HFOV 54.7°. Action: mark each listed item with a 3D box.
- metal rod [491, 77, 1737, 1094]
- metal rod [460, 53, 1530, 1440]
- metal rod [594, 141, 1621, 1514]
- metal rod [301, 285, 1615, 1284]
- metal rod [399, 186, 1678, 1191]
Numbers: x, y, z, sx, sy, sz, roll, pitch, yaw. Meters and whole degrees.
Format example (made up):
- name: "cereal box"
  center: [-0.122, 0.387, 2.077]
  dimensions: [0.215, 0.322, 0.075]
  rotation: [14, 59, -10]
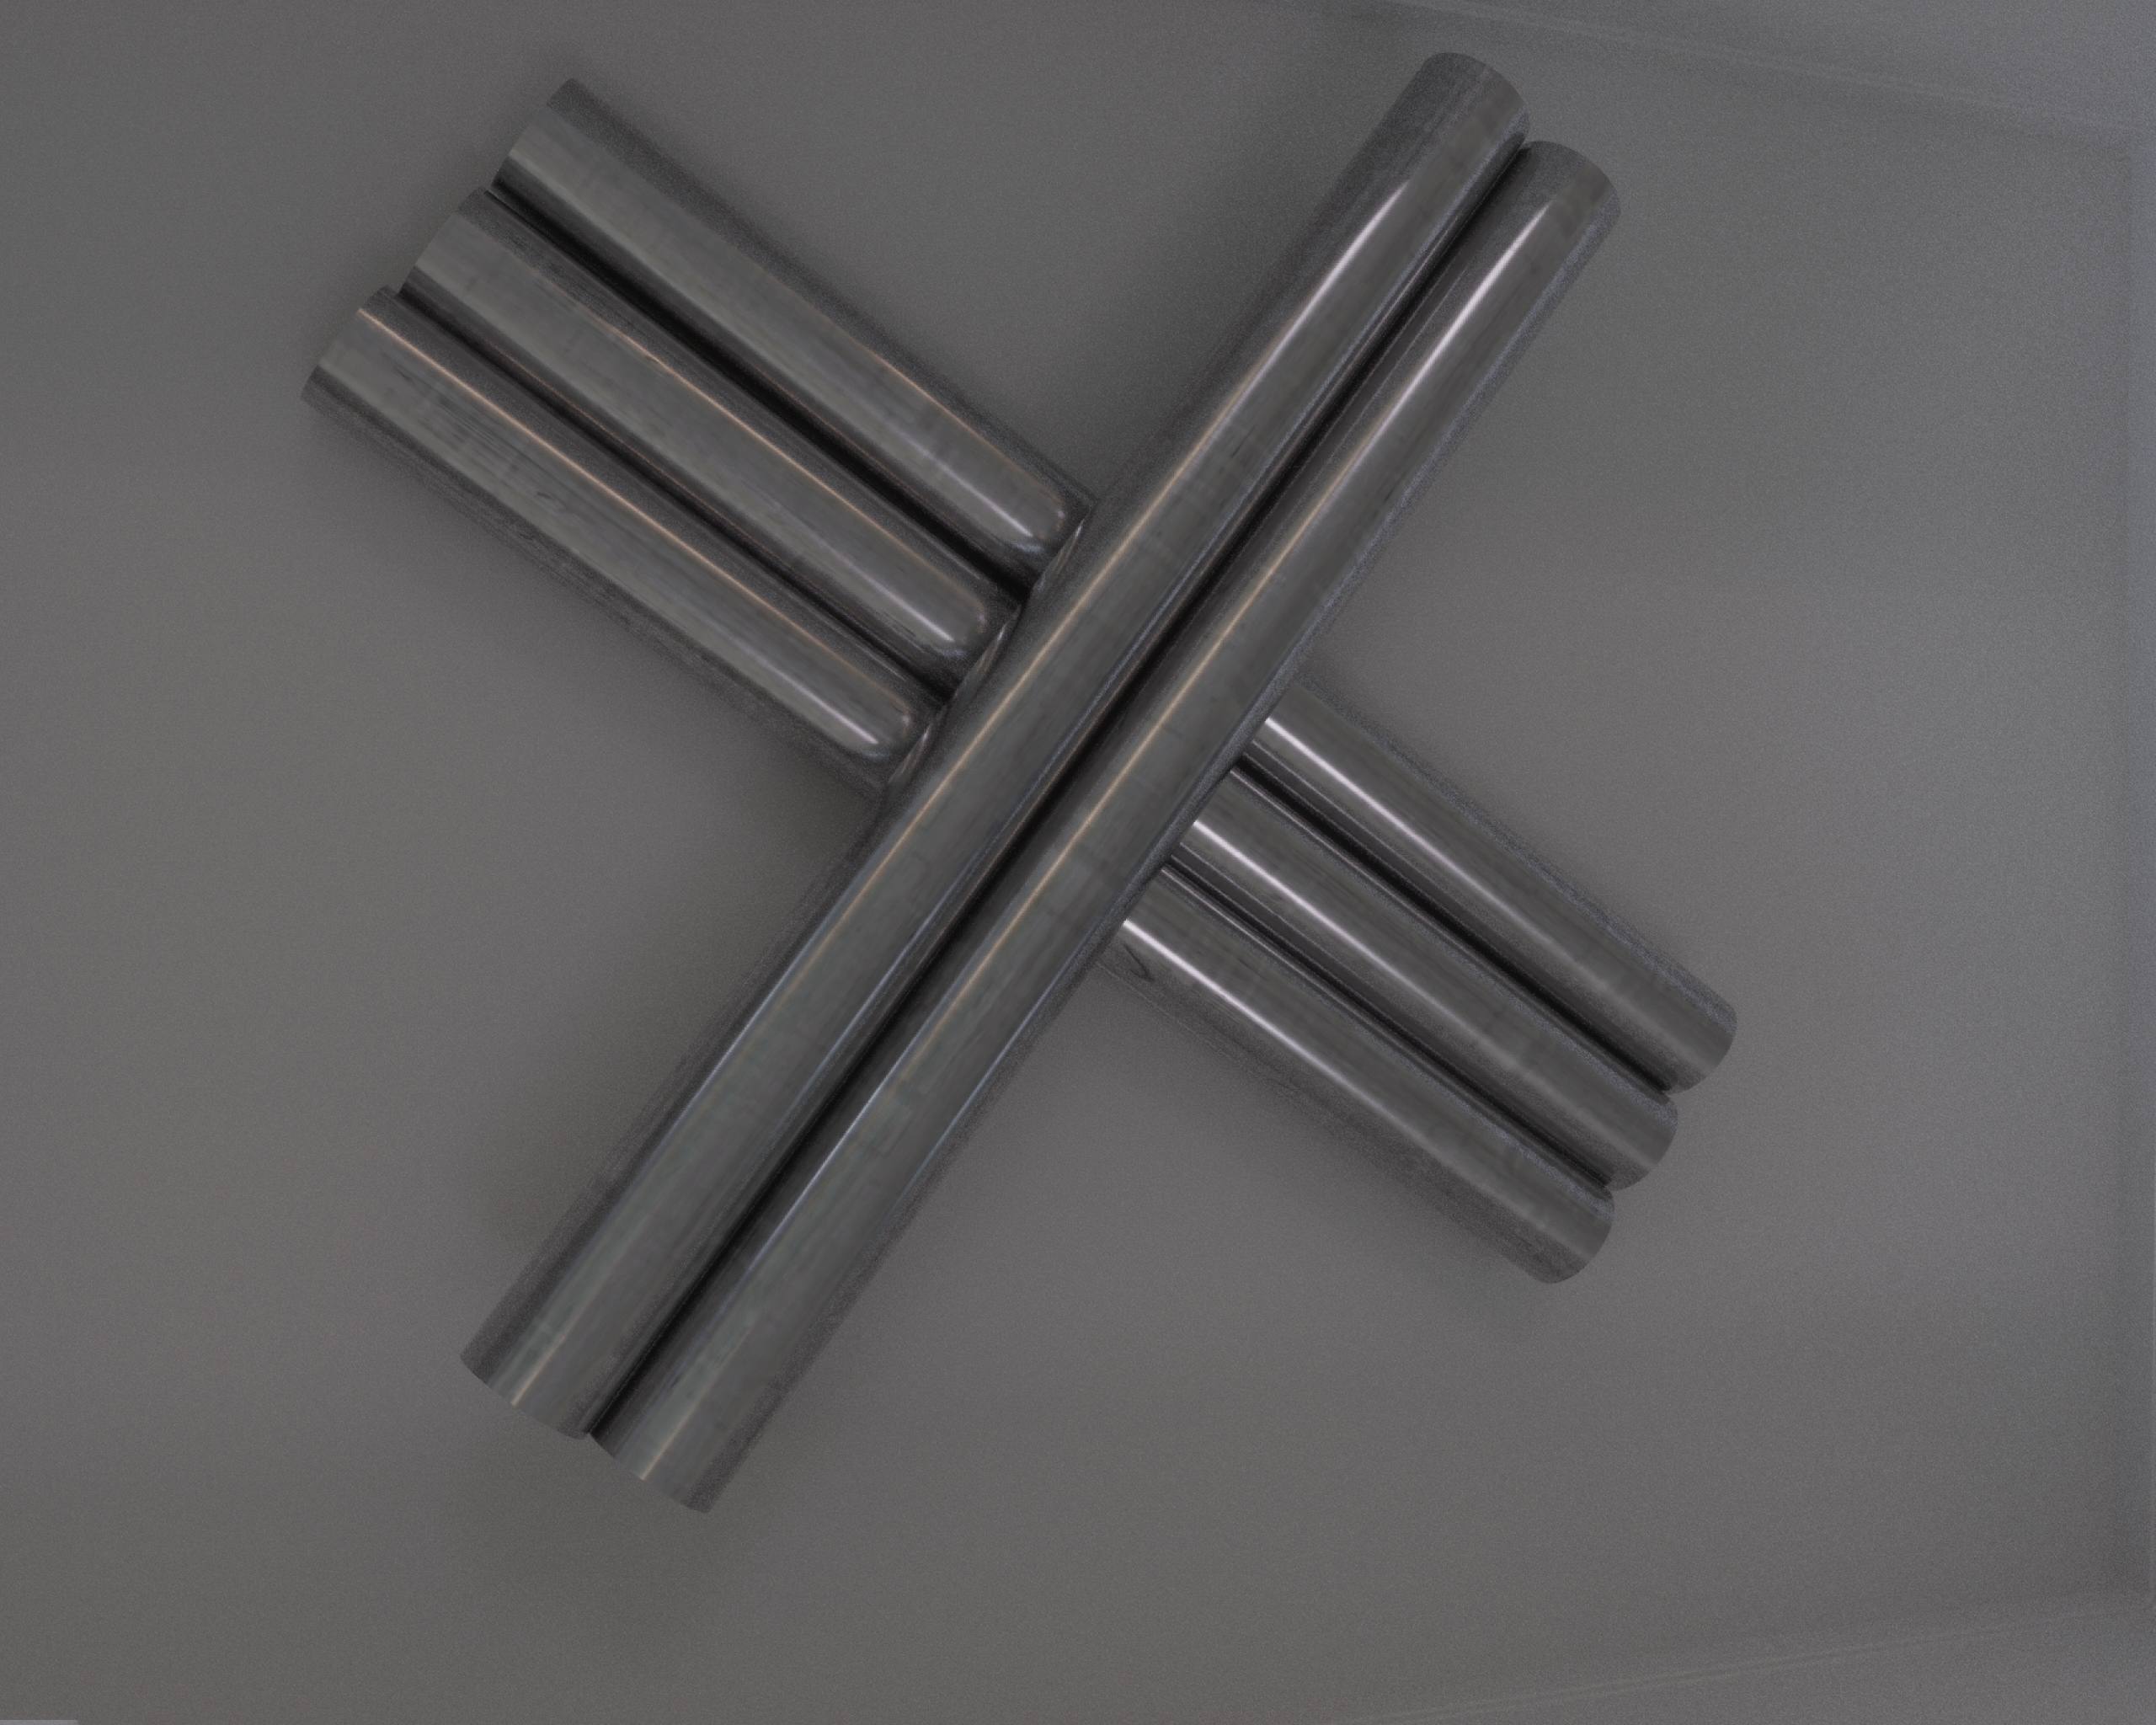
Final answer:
- name: "metal rod"
  center: [0.019, -0.045, 0.416]
  dimensions: [0.301, 0.025, 0.025]
  rotation: [36, 78, -17]
- name: "metal rod"
  center: [-0.007, -0.030, 0.379]
  dimensions: [0.025, 0.025, 0.300]
  rotation: [39, 78, -16]
- name: "metal rod"
  center: [0.012, -0.016, 0.387]
  dimensions: [0.025, 0.025, 0.300]
  rotation: [39, 78, -16]
- name: "metal rod"
  center: [-0.011, -0.005, 0.405]
  dimensions: [0.301, 0.025, 0.025]
  rotation: [36, 79, -17]
- name: "metal rod"
  center: [0.004, -0.024, 0.410]
  dimensions: [0.301, 0.025, 0.025]
  rotation: [36, 79, -17]
